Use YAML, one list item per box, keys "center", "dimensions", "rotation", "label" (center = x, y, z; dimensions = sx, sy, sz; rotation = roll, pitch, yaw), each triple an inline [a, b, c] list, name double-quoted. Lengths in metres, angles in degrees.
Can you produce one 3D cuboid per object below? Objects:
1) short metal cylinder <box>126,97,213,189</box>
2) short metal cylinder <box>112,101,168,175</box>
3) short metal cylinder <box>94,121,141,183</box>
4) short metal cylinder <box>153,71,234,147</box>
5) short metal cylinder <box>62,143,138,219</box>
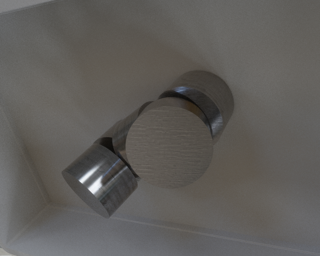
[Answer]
- center: [0.011, 0.013, 0.307]
  dimensions: [0.080, 0.050, 0.079]
  rotation: [1, 105, 5]
  label: "short metal cylinder"
- center: [-0.011, 0.014, 0.384]
  dimensions: [0.050, 0.080, 0.080]
  rotation: [-33, 100, 38]
  label: "short metal cylinder"
- center: [-0.049, 0.035, 0.436]
  dimensions: [0.080, 0.050, 0.079]
  rotation: [13, 124, 20]
  label: "short metal cylinder"
- center: [0.039, -0.020, 0.357]
  dimensions: [0.080, 0.050, 0.079]
  rotation: [13, 124, 20]
  label: "short metal cylinder"
- center: [-0.075, 0.066, 0.385]
  dimensions: [0.080, 0.050, 0.080]
  rotation: [32, 150, 22]
  label: "short metal cylinder"
